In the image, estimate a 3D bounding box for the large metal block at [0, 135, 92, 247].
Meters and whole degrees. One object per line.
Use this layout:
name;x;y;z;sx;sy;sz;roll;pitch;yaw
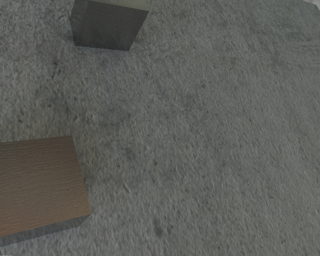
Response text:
large metal block;-0.119;0.057;0.289;0.081;0.050;0.080;-6;65;-31

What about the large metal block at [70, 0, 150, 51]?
large metal block;-0.072;-0.155;0.426;0.081;0.080;0.050;-2;63;-30
